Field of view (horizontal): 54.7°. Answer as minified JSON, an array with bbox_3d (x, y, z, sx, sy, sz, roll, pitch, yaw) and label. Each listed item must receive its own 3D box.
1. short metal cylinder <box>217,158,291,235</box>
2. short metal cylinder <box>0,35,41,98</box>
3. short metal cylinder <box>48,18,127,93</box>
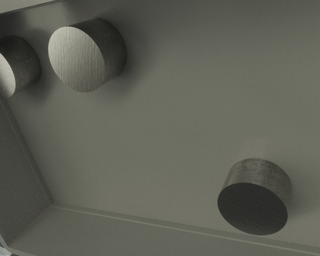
[{"bbox_3d":[0.117,0.084,0.383,0.080,0.050,0.079,13,124,21],"label":"short metal cylinder"},{"bbox_3d":[-0.225,-0.090,0.455,0.080,0.050,0.079,13,124,21],"label":"short metal cylinder"},{"bbox_3d":[-0.088,-0.090,0.383,0.080,0.050,0.079,13,124,21],"label":"short metal cylinder"}]
